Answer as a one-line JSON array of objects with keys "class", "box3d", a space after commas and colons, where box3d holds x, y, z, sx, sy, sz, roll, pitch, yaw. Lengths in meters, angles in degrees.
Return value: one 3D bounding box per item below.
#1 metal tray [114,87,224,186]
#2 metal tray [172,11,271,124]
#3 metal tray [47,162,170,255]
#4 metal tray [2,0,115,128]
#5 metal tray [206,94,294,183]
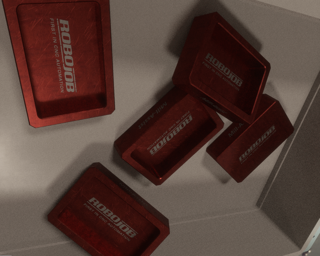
[{"class": "metal tray", "box3d": [0.015, 0.009, 0.420, 0.130, 0.030, 0.090, -43, 130, 1]}, {"class": "metal tray", "box3d": [0.082, -0.069, 0.386, 0.131, 0.030, 0.090, 27, 79, -38]}, {"class": "metal tray", "box3d": [-0.063, 0.119, 0.399, 0.130, 0.030, 0.090, 41, 93, -5]}, {"class": "metal tray", "box3d": [-0.096, -0.069, 0.310, 0.091, 0.030, 0.129, -12, 124, -22]}, {"class": "metal tray", "box3d": [0.148, 0.019, 0.501, 0.130, 0.030, 0.090, -45, 130, 2]}]
